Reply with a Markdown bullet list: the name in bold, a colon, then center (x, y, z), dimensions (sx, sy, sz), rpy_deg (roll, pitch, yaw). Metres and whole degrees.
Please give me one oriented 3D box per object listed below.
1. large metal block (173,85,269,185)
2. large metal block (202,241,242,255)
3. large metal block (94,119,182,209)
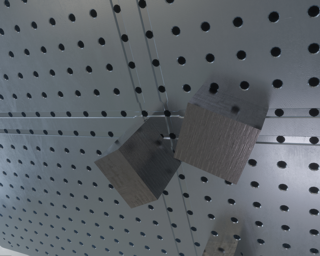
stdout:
- **large metal block**: center (0.069, 0.007, 0.363), dimensions (0.080, 0.050, 0.079), rpy_deg (23, 127, 14)
- **large metal block**: center (0.096, 0.233, 0.470), dimensions (0.050, 0.080, 0.080), rpy_deg (-10, 114, 32)
- **large metal block**: center (-0.027, 0.047, 0.419), dimensions (0.050, 0.080, 0.080), rpy_deg (-28, 103, 37)
